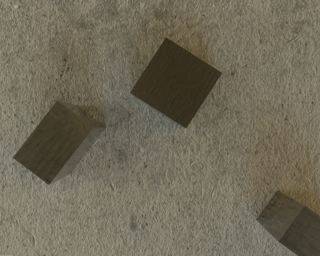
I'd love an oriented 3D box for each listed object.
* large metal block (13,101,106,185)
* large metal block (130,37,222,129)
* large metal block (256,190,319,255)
[{"bbox_3d":[-0.118,0.016,0.381,0.050,0.080,0.080,38,90,0],"label":"large metal block"},{"bbox_3d":[0.020,-0.054,0.397,0.080,0.050,0.080,33,90,0],"label":"large metal block"},{"bbox_3d":[0.179,0.129,0.384,0.080,0.080,0.050,36,90,0],"label":"large metal block"}]
